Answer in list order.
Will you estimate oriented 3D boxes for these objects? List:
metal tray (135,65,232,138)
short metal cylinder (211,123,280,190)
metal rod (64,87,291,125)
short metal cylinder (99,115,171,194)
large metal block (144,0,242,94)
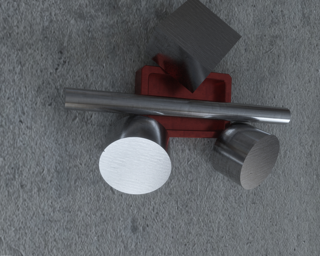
[{"bbox_3d":[0.032,-0.032,0.420,0.131,0.030,0.089,2,89,-20],"label":"metal tray"},{"bbox_3d":[0.117,0.036,0.423,0.081,0.050,0.079,-20,123,-33],"label":"short metal cylinder"},{"bbox_3d":[0.037,-0.025,0.392,0.302,0.025,0.025,3,89,-20],"label":"metal rod"},{"bbox_3d":[-0.027,0.031,0.367,0.081,0.050,0.079,0,120,0],"label":"short metal cylinder"},{"bbox_3d":[0.041,-0.105,0.389,0.080,0.050,0.080,41,60,0],"label":"large metal block"}]
